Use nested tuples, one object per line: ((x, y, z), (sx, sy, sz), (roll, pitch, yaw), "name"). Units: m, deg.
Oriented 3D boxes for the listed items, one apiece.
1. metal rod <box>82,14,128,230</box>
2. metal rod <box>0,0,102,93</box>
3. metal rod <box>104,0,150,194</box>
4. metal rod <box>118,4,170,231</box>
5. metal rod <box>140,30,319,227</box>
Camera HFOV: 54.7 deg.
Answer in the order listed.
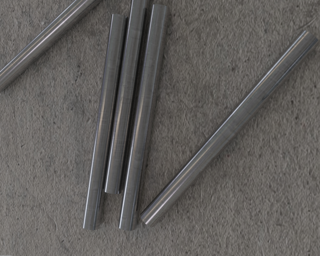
((-0.077, -0.006, 0.436), (0.025, 0.025, 0.298), (10, 93, 20), "metal rod")
((-0.154, -0.148, 0.463), (0.300, 0.025, 0.025), (-35, 79, 16), "metal rod")
((-0.043, -0.059, 0.424), (0.025, 0.025, 0.298), (10, 93, 19), "metal rod")
((-0.022, -0.011, 0.416), (0.025, 0.025, 0.298), (10, 93, 19), "metal rod")
((0.077, 0.010, 0.381), (0.025, 0.025, 0.299), (43, 103, 15), "metal rod")
